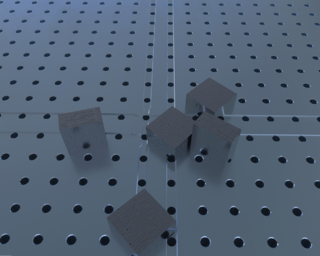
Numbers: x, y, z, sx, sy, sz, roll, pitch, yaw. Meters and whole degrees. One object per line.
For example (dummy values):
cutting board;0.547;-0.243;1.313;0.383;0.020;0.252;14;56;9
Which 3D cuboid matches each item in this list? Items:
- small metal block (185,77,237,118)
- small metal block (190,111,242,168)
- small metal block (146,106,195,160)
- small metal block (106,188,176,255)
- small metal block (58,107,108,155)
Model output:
small metal block;0.072;-0.039;0.441;0.050;0.025;0.050;37;59;27
small metal block;0.067;0.014;0.380;0.050;0.050;0.025;29;56;22
small metal block;0.017;0.005;0.403;0.050;0.025;0.050;36;58;26
small metal block;-0.019;0.101;0.323;0.050;0.025;0.050;-34;58;-25
small metal block;-0.095;0.004;0.388;0.050;0.050;0.025;-12;51;-10
